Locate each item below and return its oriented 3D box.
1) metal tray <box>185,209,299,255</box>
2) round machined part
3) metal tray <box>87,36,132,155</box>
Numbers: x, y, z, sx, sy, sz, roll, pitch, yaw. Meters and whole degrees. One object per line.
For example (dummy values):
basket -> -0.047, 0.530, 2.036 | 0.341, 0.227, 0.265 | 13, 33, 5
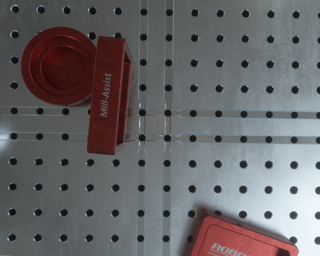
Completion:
metal tray -> 0.104, 0.174, 0.412 | 0.131, 0.030, 0.090 | 20, 90, -1
round machined part -> -0.123, -0.077, 0.403 | 0.099, 0.042, 0.097 | 0, 90, -1
metal tray -> -0.059, -0.036, 0.380 | 0.030, 0.090, 0.129 | 5, 90, 0
